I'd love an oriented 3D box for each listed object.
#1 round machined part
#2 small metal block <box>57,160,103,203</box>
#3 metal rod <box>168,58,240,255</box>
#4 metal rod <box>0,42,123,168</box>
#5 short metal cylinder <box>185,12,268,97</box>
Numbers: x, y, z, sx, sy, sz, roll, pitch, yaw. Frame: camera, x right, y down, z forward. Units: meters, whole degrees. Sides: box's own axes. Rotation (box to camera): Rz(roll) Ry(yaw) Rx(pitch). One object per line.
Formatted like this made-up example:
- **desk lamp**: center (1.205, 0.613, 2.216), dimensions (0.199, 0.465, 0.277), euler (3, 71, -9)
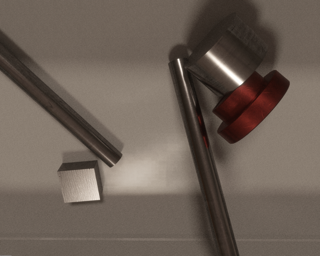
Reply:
- **round machined part**: center (0.100, -0.031, 0.365), dimensions (0.042, 0.098, 0.098), euler (41, 105, 1)
- **small metal block**: center (-0.112, 0.075, 0.438), dimensions (0.050, 0.025, 0.050), euler (-5, 110, 1)
- **metal rod**: center (0.059, 0.062, 0.375), dimensions (0.025, 0.025, 0.298), euler (-15, 87, 5)
- **metal rod**: center (-0.164, -0.057, 0.388), dimensions (0.025, 0.025, 0.300), euler (-42, 106, 13)
- **short metal cylinder**: center (0.074, -0.083, 0.353), dimensions (0.050, 0.080, 0.080), euler (39, 105, -13)
